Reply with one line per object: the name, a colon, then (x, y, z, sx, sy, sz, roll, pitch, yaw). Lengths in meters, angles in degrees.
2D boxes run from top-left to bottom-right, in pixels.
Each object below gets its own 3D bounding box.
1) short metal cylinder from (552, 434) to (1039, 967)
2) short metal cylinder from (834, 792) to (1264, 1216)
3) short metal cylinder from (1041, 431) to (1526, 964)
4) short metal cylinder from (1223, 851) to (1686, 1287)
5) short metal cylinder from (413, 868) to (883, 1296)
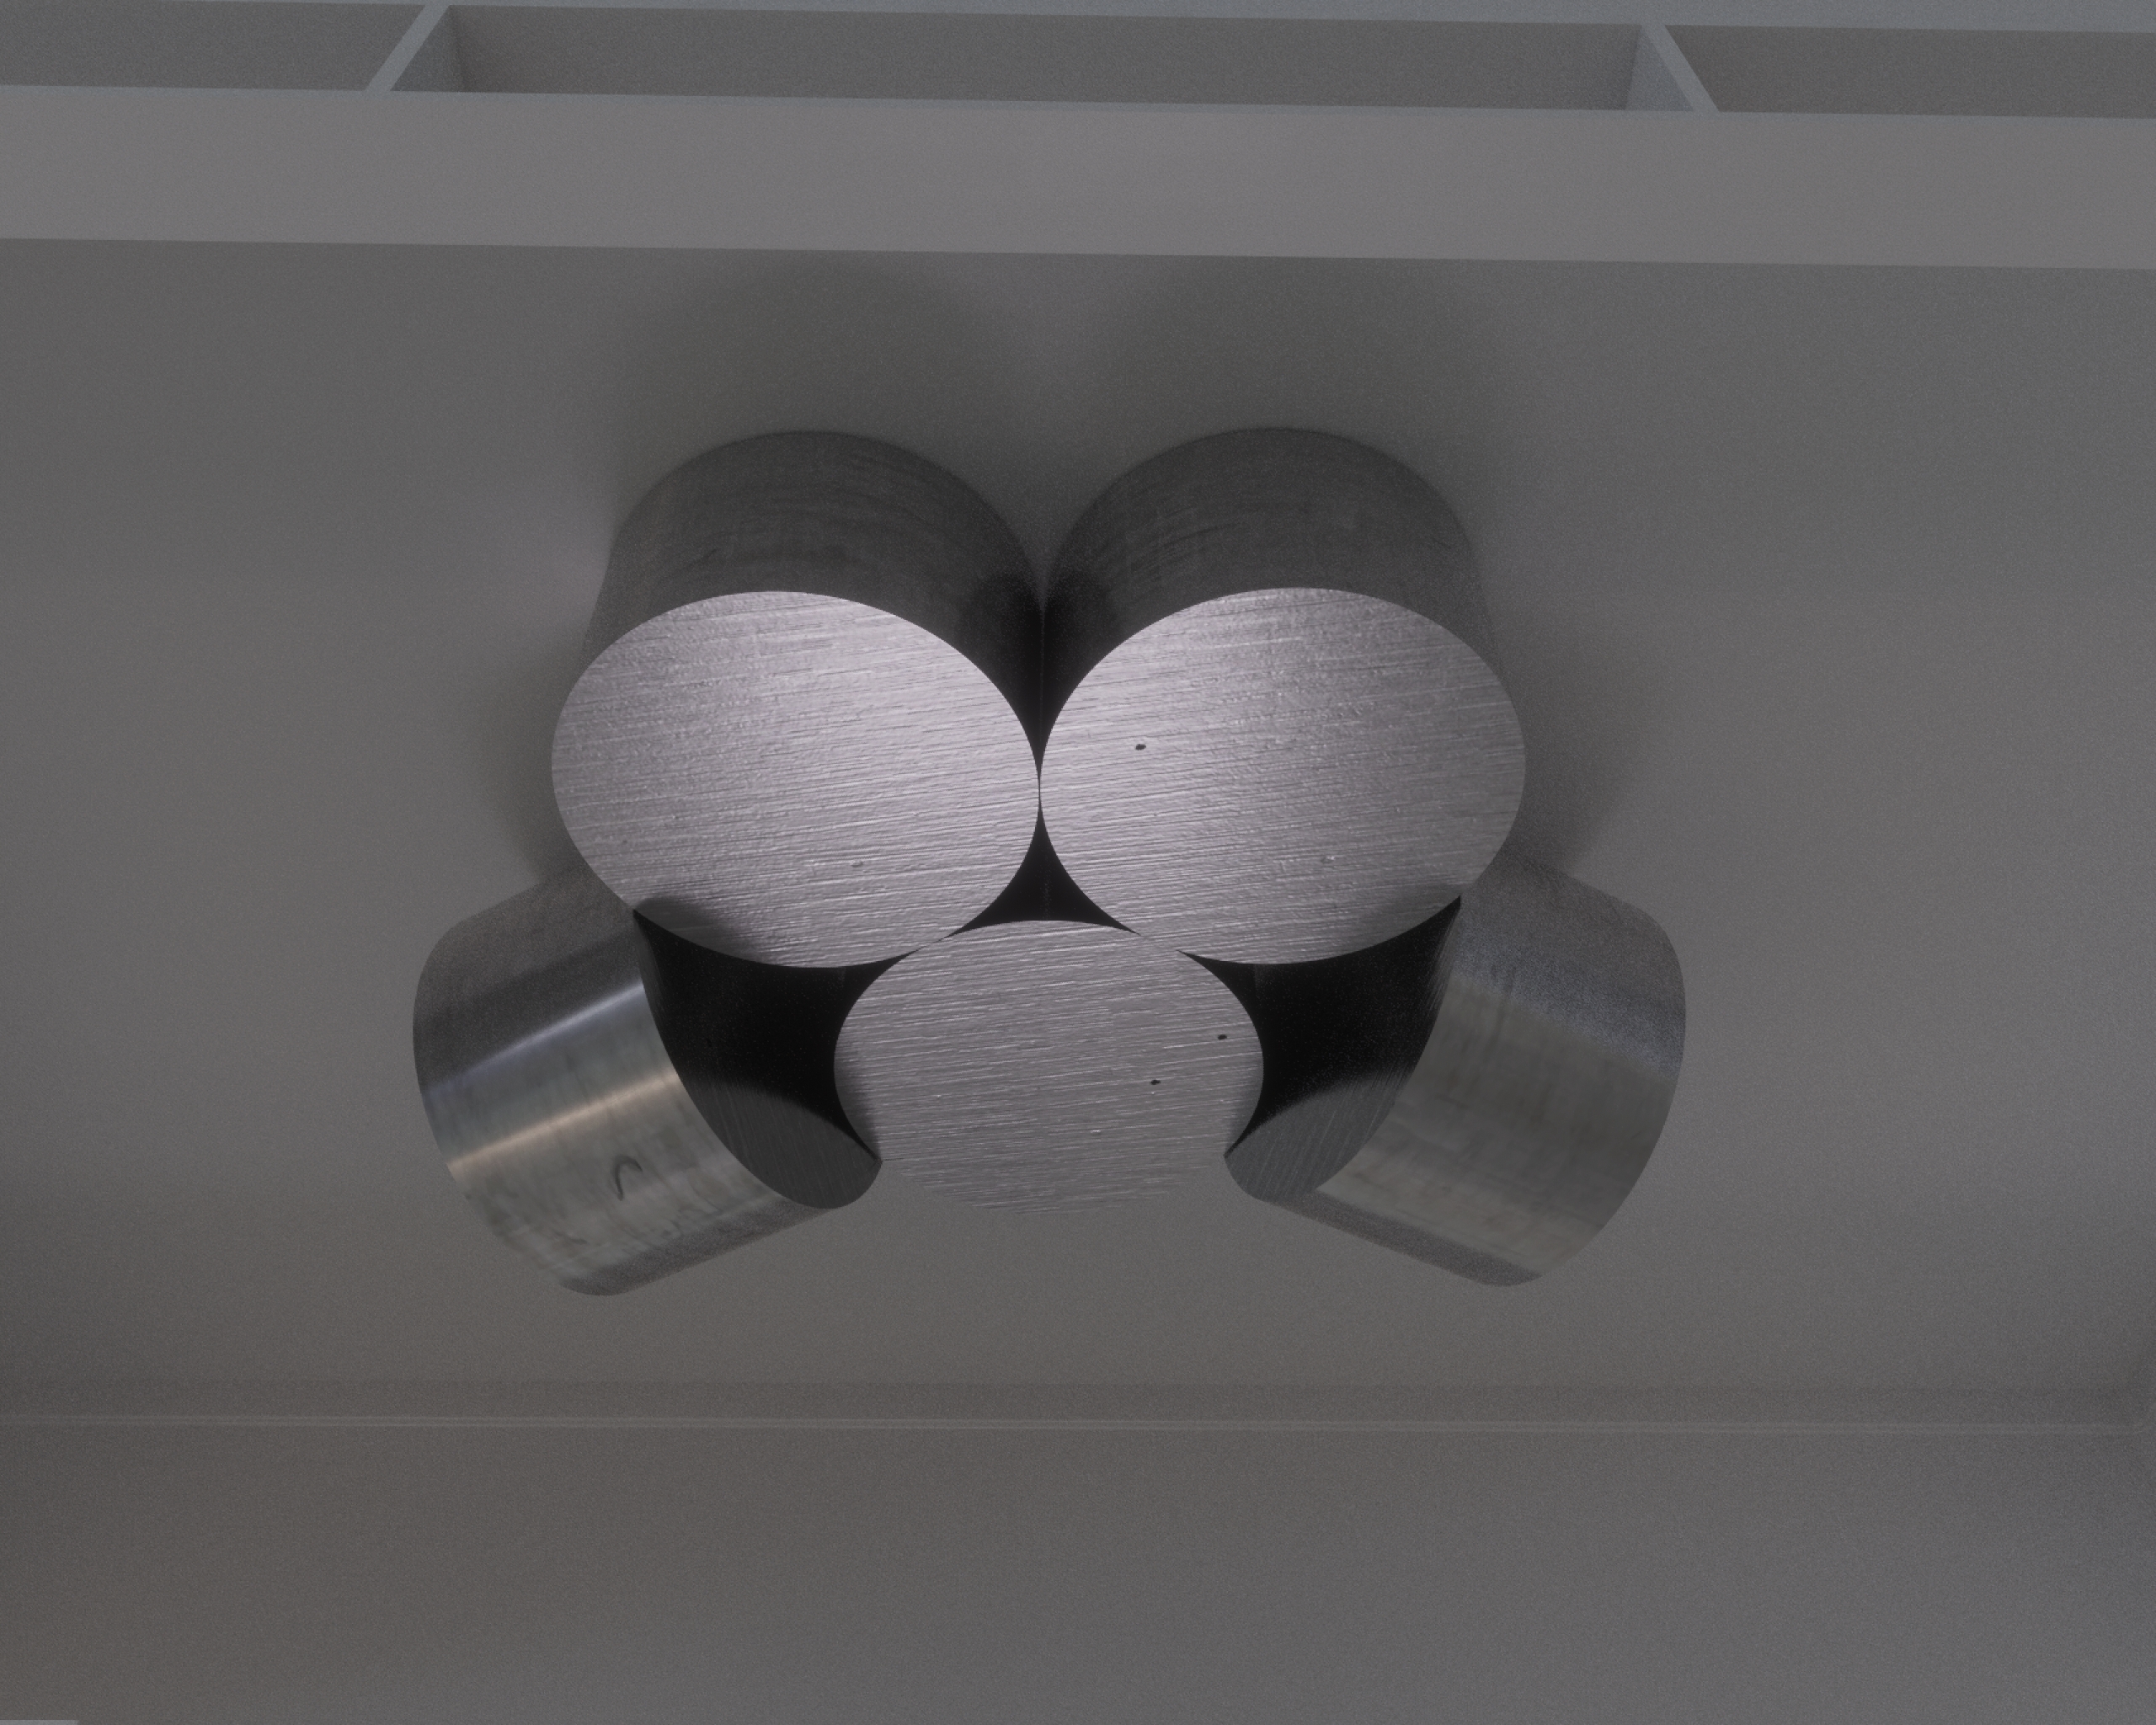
short metal cylinder: (-0.047, -0.028, 0.367, 0.081, 0.050, 0.079, 0, 130, 0)
short metal cylinder: (-0.005, 0.024, 0.411, 0.081, 0.050, 0.079, 0, 130, 0)
short metal cylinder: (0.034, -0.028, 0.367, 0.081, 0.050, 0.079, 0, 130, 0)
short metal cylinder: (0.070, 0.035, 0.401, 0.050, 0.080, 0.080, 24, 126, -19)
short metal cylinder: (-0.080, 0.037, 0.402, 0.050, 0.080, 0.080, -24, 126, 19)
